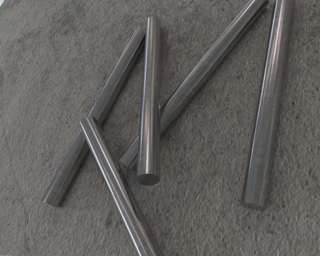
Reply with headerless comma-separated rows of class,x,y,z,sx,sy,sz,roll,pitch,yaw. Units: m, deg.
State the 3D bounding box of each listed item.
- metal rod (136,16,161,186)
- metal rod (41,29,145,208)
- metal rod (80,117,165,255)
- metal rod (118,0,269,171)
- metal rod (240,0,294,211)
metal rod,-0.012,-0.061,0.422,0.025,0.025,0.300,-16,47,19
metal rod,-0.090,-0.026,0.467,0.025,0.025,0.300,12,68,33
metal rod,-0.033,0.096,0.349,0.025,0.025,0.300,-36,55,4
metal rod,0.050,-0.067,0.418,0.025,0.025,0.300,33,80,38
metal rod,0.132,-0.053,0.366,0.025,0.025,0.300,3,63,29
